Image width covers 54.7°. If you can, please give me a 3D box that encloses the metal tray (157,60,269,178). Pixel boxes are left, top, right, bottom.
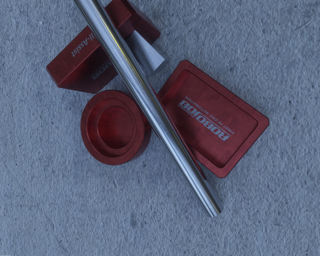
[{"bbox_3d":[0.056,-0.012,0.387,0.130,0.030,0.090,39,102,15],"label":"metal tray"}]

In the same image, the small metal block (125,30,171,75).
[{"bbox_3d":[-0.015,-0.096,0.396,0.050,0.050,0.025,45,107,-1],"label":"small metal block"}]

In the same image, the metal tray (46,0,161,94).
[{"bbox_3d":[-0.069,-0.100,0.398,0.130,0.090,0.030,-39,78,15],"label":"metal tray"}]

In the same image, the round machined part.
[{"bbox_3d":[-0.054,-0.001,0.415,0.098,0.042,0.097,2,94,25],"label":"round machined part"}]

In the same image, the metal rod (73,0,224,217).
[{"bbox_3d":[-0.008,-0.021,0.355,0.025,0.025,0.299,-28,103,18],"label":"metal rod"}]
